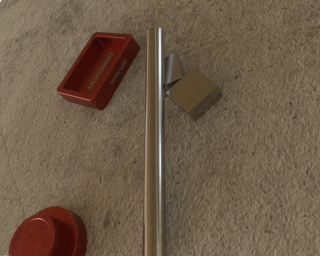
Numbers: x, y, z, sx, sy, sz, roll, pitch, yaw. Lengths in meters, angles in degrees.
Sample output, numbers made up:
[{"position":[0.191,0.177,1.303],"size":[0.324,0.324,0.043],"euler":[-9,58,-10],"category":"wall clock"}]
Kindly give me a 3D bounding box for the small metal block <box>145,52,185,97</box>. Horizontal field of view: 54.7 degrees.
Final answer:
[{"position":[0.009,-0.073,0.443],"size":[0.050,0.025,0.050],"euler":[-21,54,15],"category":"small metal block"}]

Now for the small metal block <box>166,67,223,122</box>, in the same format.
[{"position":[0.045,-0.044,0.406],"size":[0.050,0.025,0.050],"euler":[-43,51,-2],"category":"small metal block"}]

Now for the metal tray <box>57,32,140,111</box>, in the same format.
[{"position":[-0.101,-0.098,0.511],"size":[0.090,0.030,0.130],"euler":[16,69,34],"category":"metal tray"}]

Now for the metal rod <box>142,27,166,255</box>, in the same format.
[{"position":[-0.006,0.000,0.383],"size":[0.025,0.025,0.299],"euler":[-11,64,22],"category":"metal rod"}]

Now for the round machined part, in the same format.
[{"position":[-0.142,0.144,0.378],"size":[0.098,0.042,0.098],"euler":[-13,56,20],"category":"round machined part"}]
